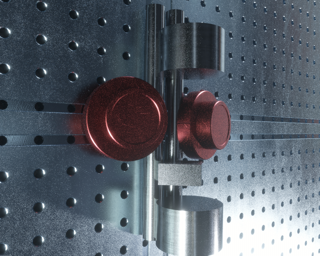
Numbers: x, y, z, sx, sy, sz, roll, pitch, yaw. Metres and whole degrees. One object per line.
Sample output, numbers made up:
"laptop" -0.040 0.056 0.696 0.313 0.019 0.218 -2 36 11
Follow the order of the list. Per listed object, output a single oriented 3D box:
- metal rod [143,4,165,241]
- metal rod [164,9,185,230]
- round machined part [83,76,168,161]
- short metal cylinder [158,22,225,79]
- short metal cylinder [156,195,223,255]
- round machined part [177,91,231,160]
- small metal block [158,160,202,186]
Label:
"metal rod" -0.008 -0.008 0.401 0.025 0.025 0.298 1 89 -40
"metal rod" 0.019 -0.009 0.424 0.025 0.025 0.298 1 89 -40
"round machined part" -0.034 -0.010 0.353 0.099 0.042 0.097 0 90 -26
"short metal cylinder" 0.038 -0.090 0.376 0.081 0.080 0.050 1 90 -40
"short metal cylinder" 0.035 0.115 0.375 0.081 0.080 0.050 1 90 -40
"round machined part" 0.068 -0.004 0.437 0.099 0.042 0.097 -1 91 -55
"small metal block" 0.027 0.055 0.385 0.050 0.050 0.025 6 85 -82
